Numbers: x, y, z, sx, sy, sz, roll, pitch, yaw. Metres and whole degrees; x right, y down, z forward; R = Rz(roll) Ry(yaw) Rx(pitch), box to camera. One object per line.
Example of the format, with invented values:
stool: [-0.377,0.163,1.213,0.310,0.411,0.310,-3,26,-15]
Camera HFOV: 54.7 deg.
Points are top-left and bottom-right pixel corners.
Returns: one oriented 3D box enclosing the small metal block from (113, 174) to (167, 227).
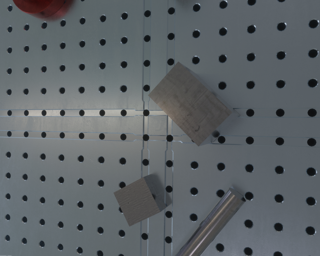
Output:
small metal block: [-0.027,0.098,0.422,0.050,0.025,0.050,-30,80,17]

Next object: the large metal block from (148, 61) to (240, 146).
large metal block: [0.044,-0.026,0.368,0.080,0.080,0.050,46,104,14]

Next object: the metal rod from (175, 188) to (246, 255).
metal rod: [0.010,0.201,0.408,0.025,0.025,0.299,39,102,16]

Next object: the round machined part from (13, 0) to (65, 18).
round machined part: [-0.191,-0.223,0.471,0.098,0.042,0.097,0,90,20]
